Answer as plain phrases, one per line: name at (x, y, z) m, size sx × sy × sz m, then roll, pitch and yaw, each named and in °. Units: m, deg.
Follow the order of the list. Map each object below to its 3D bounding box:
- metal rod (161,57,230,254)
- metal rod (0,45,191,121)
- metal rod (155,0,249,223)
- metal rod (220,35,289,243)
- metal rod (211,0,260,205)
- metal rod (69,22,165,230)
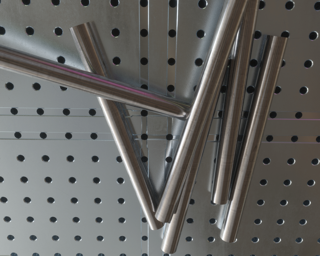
metal rod at (0.044, 0.049, 0.431) m, size 0.025 × 0.025 × 0.298 m, roll 11°, pitch 110°, yaw -4°
metal rod at (-0.099, -0.057, 0.356) m, size 0.302 × 0.025 × 0.025 m, roll 15°, pitch 110°, yaw -20°
metal rod at (0.044, -0.007, 0.387) m, size 0.025 × 0.025 × 0.298 m, roll 14°, pitch 112°, yaw -5°
metal rod at (0.123, 0.028, 0.424) m, size 0.025 × 0.025 × 0.298 m, roll 7°, pitch 110°, yaw -3°
metal rod at (0.096, -0.035, 0.401) m, size 0.025 × 0.025 × 0.298 m, roll 3°, pitch 110°, yaw -1°
metal rod at (-0.050, 0.012, 0.417) m, size 0.025 × 0.025 × 0.299 m, roll -17°, pitch 109°, yaw 6°
